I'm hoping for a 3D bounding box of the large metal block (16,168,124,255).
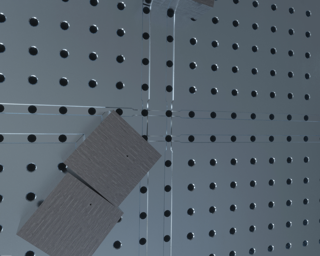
[{"bbox_3d":[-0.103,0.104,0.361,0.080,0.050,0.080,41,77,-16],"label":"large metal block"}]

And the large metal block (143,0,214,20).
[{"bbox_3d":[0.029,-0.200,0.409,0.081,0.050,0.080,10,87,-20],"label":"large metal block"}]

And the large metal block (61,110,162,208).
[{"bbox_3d":[-0.060,0.035,0.377,0.080,0.050,0.080,45,76,-15],"label":"large metal block"}]
